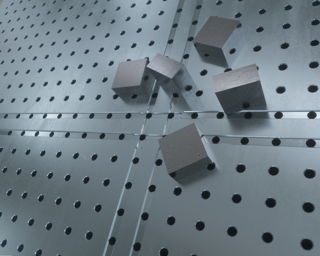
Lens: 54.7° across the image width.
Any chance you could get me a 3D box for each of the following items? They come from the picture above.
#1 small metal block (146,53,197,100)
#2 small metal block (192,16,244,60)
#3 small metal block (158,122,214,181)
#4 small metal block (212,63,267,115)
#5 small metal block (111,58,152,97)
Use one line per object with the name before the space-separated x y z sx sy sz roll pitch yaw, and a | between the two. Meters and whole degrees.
small metal block | 0.016 -0.071 0.426 0.050 0.050 0.025 33 80 38
small metal block | 0.084 -0.130 0.443 0.050 0.025 0.050 26 76 36
small metal block | 0.031 0.029 0.374 0.050 0.025 0.050 -26 53 11
small metal block | 0.095 -0.045 0.369 0.050 0.050 0.025 -14 56 20
small metal block | -0.041 -0.077 0.475 0.050 0.025 0.050 -2 61 27
